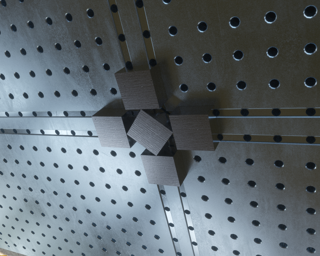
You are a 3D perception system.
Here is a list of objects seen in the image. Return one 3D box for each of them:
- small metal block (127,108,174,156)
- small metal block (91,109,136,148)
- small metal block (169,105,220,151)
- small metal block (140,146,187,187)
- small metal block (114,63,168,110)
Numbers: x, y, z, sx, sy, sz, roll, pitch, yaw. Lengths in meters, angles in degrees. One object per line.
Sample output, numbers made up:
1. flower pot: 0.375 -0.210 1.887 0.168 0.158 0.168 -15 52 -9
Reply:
1. small metal block: -0.009 0.001 0.415 0.050 0.025 0.050 36 129 3
2. small metal block: -0.063 0.000 0.443 0.050 0.025 0.050 1 119 27
3. small metal block: 0.044 0.000 0.387 0.050 0.025 0.050 0 119 28
4. small metal block: 0.006 0.054 0.440 0.050 0.025 0.050 0 119 27
5. small metal block: -0.023 -0.051 0.390 0.050 0.025 0.050 -1 118 28
